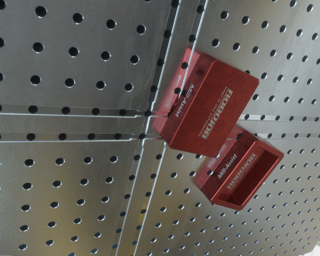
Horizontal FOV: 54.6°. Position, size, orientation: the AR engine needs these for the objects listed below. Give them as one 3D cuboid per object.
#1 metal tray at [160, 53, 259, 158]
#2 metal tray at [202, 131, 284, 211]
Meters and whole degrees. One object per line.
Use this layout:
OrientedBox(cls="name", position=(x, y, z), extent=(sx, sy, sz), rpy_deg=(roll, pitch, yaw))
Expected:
OrientedBox(cls="metal tray", position=(0.068, -0.026, 0.428), extent=(0.091, 0.030, 0.129), rpy_deg=(15, 111, -34))
OrientedBox(cls="metal tray", position=(0.143, 0.077, 0.532), extent=(0.090, 0.030, 0.130), rpy_deg=(24, 105, -37))
